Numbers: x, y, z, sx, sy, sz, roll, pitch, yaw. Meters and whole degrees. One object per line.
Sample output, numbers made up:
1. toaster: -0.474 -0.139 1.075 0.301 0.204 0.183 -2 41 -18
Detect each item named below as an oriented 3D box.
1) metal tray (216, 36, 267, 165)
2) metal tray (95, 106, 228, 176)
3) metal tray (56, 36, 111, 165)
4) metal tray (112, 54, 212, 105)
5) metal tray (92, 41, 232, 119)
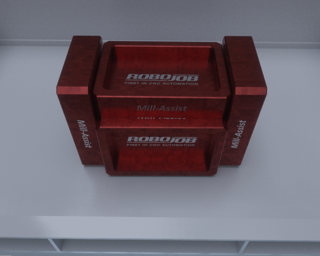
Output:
1. metal tray: 0.084 -0.027 0.357 0.030 0.129 0.090 1 51 1
2. metal tray: 0.002 0.017 0.344 0.131 0.089 0.030 0 50 0
3. metal tray: -0.079 -0.028 0.357 0.030 0.129 0.090 0 51 0
4. metal tray: 0.003 -0.052 0.402 0.131 0.090 0.030 0 51 0
5. metal tray: 0.002 -0.053 0.327 0.131 0.030 0.090 1 50 0
